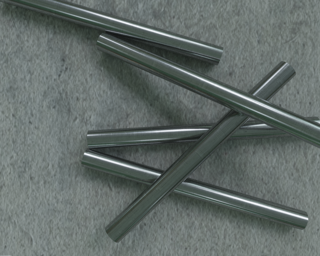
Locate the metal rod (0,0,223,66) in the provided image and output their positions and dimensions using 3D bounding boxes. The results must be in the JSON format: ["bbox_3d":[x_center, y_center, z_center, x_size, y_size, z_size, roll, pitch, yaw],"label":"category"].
[{"bbox_3d":[-0.065,-0.137,0.409,0.302,0.025,0.025,16,90,-1],"label":"metal rod"}]

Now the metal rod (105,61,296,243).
[{"bbox_3d":[0.050,0.029,0.384,0.300,0.025,0.025,-43,91,-1],"label":"metal rod"}]

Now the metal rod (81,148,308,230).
[{"bbox_3d":[0.046,0.081,0.410,0.302,0.025,0.025,16,90,-1],"label":"metal rod"}]

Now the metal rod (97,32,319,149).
[{"bbox_3d":[0.055,-0.050,0.373,0.301,0.025,0.025,26,90,14],"label":"metal rod"}]

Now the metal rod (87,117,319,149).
[{"bbox_3d":[0.057,0.006,0.410,0.302,0.025,0.025,-4,90,-1],"label":"metal rod"}]
